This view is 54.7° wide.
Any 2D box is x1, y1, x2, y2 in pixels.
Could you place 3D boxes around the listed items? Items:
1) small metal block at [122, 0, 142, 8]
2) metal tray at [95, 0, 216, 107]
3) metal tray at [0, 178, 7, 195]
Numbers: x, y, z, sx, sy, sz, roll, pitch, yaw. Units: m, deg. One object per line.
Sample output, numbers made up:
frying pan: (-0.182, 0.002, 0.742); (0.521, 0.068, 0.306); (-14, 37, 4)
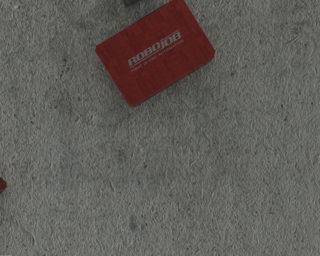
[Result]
small metal block: (-0.030, -0.185, 0.397); (0.050, 0.050, 0.025); (-26, 90, 0)
metal tray: (-0.006, -0.098, 0.407); (0.130, 0.030, 0.090); (-31, 90, 0)
metal tray: (-0.282, 0.096, 0.405); (0.090, 0.030, 0.130); (42, 90, 0)
